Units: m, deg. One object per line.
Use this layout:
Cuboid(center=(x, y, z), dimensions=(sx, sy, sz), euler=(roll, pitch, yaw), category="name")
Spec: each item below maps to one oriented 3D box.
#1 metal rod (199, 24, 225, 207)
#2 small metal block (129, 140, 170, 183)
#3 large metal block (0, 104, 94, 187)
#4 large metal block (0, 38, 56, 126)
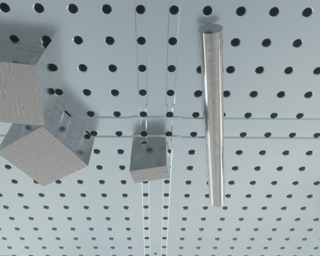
Cuboid(center=(0.074, 0.009, 0.419), dimensions=(0.025, 0.025, 0.298), euler=(-6, 130, 5), category="metal rod")
Cuboid(center=(-0.013, 0.047, 0.435), dimensions=(0.050, 0.050, 0.025), euler=(-10, 130, 8), category="small metal block")
Cuboid(center=(-0.149, 0.024, 0.414), dimensions=(0.080, 0.050, 0.080), euler=(-26, 126, 20), category="large metal block")
Cuboid(center=(-0.169, -0.052, 0.349), dimensions=(0.081, 0.050, 0.079), euler=(5, 130, -5), category="large metal block")
